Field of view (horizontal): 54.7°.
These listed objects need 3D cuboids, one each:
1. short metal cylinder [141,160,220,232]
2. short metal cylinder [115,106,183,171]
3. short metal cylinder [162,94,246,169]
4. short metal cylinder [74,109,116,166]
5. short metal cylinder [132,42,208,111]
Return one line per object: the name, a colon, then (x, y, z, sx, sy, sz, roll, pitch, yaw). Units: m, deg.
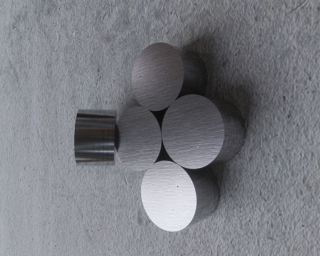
short metal cylinder: (0.024, 0.077, 0.371, 0.080, 0.050, 0.080, 0, 90, 40)
short metal cylinder: (-0.013, 0.013, 0.401, 0.080, 0.050, 0.080, 0, 90, 40)
short metal cylinder: (0.049, 0.004, 0.350, 0.080, 0.050, 0.080, 0, 90, 40)
short metal cylinder: (-0.088, 0.014, 0.436, 0.080, 0.050, 0.080, -177, 88, -84)
short metal cylinder: (0.011, -0.060, 0.381, 0.080, 0.050, 0.080, 0, 90, 40)
